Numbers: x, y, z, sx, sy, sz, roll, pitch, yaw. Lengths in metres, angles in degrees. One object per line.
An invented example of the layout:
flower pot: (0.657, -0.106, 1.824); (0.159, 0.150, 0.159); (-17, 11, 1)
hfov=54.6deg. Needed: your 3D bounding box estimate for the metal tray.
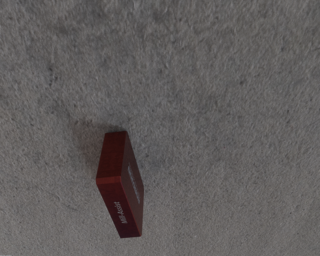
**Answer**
metal tray: (-0.050, 0.080, 0.431); (0.030, 0.090, 0.129); (-7, 130, 6)
